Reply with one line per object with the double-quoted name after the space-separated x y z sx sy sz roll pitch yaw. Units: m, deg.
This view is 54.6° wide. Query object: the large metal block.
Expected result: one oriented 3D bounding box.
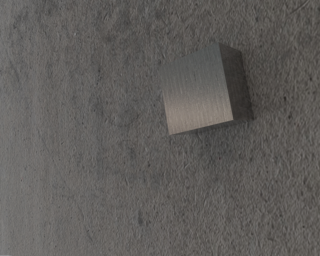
0.051 -0.039 0.348 0.080 0.050 0.080 -15 81 39 "large metal block"
